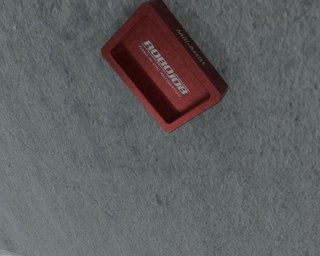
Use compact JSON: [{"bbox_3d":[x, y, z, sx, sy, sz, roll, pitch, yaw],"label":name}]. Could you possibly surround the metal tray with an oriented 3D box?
[{"bbox_3d":[0.004,-0.068,0.360,0.090,0.030,0.130,-34,100,38],"label":"metal tray"}]
